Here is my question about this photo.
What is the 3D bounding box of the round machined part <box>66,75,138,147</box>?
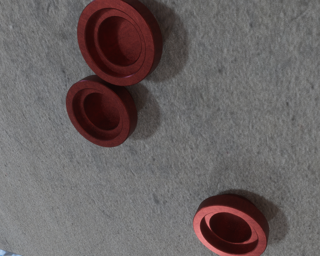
[{"bbox_3d":[-0.073,-0.026,0.417,0.098,0.042,0.097,13,124,20],"label":"round machined part"}]

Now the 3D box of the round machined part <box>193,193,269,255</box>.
[{"bbox_3d":[0.098,0.129,0.423,0.098,0.042,0.097,13,124,20],"label":"round machined part"}]

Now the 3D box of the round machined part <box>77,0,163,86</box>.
[{"bbox_3d":[-0.041,-0.101,0.354,0.098,0.042,0.097,13,124,20],"label":"round machined part"}]
